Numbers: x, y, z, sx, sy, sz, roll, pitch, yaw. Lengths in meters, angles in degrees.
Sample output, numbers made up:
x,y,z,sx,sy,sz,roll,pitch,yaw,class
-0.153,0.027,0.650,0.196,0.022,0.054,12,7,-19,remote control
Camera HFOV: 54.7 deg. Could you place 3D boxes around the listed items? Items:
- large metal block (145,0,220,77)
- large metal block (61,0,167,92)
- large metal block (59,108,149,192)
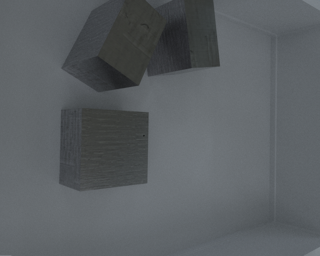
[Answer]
x,y,z,sx,sy,sz,roll,pitch,yaw,class
0.024,-0.111,0.391,0.050,0.080,0.079,-12,98,-39,large metal block
-0.050,-0.088,0.329,0.050,0.080,0.080,34,69,-35,large metal block
-0.060,0.021,0.340,0.081,0.050,0.080,2,89,-40,large metal block
